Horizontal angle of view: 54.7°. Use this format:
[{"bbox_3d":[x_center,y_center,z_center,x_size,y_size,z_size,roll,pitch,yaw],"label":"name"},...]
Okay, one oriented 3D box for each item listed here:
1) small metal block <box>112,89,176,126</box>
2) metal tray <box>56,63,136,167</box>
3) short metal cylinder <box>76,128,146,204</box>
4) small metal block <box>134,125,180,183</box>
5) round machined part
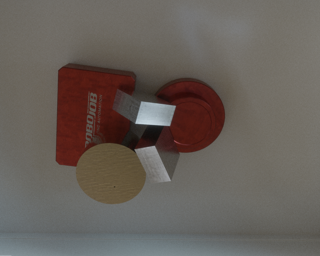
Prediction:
[{"bbox_3d":[-0.019,-0.024,0.360,0.050,0.050,0.025,3,109,-41],"label":"small metal block"},{"bbox_3d":[-0.083,-0.012,0.399,0.091,0.030,0.129,7,110,-3],"label":"metal tray"},{"bbox_3d":[-0.057,0.045,0.380,0.081,0.050,0.079,0,110,-1],"label":"short metal cylinder"},{"bbox_3d":[-0.001,0.029,0.365,0.025,0.050,0.050,-12,118,24],"label":"small metal block"},{"bbox_3d":[0.034,-0.012,0.396,0.099,0.042,0.097,0,110,-1],"label":"round machined part"}]
